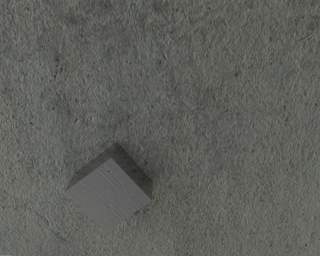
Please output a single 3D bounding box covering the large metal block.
[{"bbox_3d":[-0.067,0.080,0.425,0.080,0.050,0.080,-37,106,12],"label":"large metal block"}]
